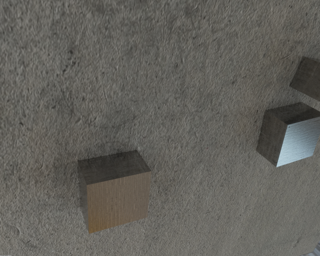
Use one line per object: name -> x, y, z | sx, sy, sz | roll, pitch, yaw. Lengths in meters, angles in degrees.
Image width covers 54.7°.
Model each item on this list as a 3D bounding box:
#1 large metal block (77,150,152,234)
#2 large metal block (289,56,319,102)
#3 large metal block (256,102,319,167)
large metal block -> -0.061, 0.082, 0.408 | 0.081, 0.050, 0.079 | -9, 122, -24
large metal block -> 0.265, -0.069, 0.473 | 0.081, 0.080, 0.050 | 1, 118, -29
large metal block -> 0.215, 0.009, 0.513 | 0.081, 0.050, 0.079 | -12, 124, -22
